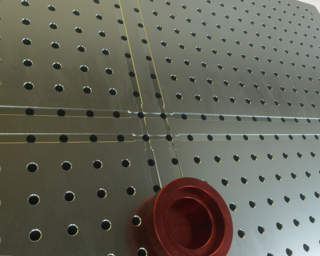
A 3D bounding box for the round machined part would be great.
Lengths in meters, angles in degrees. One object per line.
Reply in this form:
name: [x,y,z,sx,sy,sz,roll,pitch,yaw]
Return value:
round machined part: [0.029,0.108,0.349,0.099,0.042,0.098,14,56,-21]
